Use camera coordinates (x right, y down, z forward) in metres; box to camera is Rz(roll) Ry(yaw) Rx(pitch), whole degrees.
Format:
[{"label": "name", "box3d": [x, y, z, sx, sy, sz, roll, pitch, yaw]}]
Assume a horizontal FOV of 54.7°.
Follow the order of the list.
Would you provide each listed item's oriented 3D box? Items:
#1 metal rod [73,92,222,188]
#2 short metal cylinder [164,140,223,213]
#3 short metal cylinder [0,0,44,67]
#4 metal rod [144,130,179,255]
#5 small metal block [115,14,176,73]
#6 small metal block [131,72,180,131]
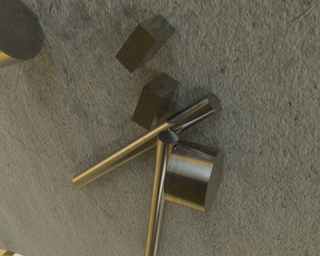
[{"label": "metal rod", "box3d": [-0.039, 0.031, 0.446, 0.299, 0.025, 0.025, -31, 101, 38]}, {"label": "short metal cylinder", "box3d": [0.044, 0.059, 0.385, 0.050, 0.080, 0.079, 13, 124, 21]}, {"label": "short metal cylinder", "box3d": [-0.202, -0.123, 0.402, 0.050, 0.080, 0.080, -7, 115, 31]}, {"label": "metal rod", "box3d": [-0.004, 0.125, 0.469, 0.025, 0.025, 0.298, 20, 131, 16]}, {"label": "small metal block", "box3d": [-0.016, -0.093, 0.341, 0.025, 0.050, 0.050, 45, 129, -3]}, {"label": "small metal block", "box3d": [-0.005, -0.033, 0.373, 0.025, 0.050, 0.050, 30, 128, 9]}]
